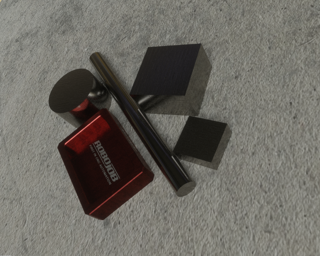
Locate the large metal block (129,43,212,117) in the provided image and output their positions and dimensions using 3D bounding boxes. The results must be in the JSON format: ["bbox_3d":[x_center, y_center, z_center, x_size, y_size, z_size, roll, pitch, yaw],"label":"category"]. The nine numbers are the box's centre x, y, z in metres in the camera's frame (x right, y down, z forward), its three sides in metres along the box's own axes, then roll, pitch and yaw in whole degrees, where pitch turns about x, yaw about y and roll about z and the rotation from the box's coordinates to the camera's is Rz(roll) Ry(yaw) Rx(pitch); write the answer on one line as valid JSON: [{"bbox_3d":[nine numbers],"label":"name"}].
[{"bbox_3d":[0.017,-0.064,0.419,0.080,0.050,0.080,5,64,30],"label":"large metal block"}]

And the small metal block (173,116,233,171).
[{"bbox_3d":[0.051,0.017,0.368,0.050,0.025,0.050,14,69,33],"label":"small metal block"}]

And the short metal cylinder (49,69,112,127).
[{"bbox_3d":[-0.122,-0.045,0.479,0.080,0.050,0.080,-13,56,20],"label":"short metal cylinder"}]

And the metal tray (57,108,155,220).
[{"bbox_3d":[-0.077,0.043,0.414,0.090,0.030,0.130,-39,51,1],"label":"metal tray"}]

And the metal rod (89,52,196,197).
[{"bbox_3d":[-0.040,-0.025,0.440,0.025,0.025,0.300,-38,51,2],"label":"metal rod"}]
